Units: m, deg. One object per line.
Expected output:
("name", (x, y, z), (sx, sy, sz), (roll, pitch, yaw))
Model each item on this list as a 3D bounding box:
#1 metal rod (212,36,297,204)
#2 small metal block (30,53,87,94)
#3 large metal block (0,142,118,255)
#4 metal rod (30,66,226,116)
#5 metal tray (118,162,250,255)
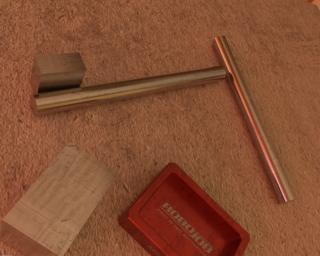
("metal rod", (0.145, -0.027, 0.500), (0.025, 0.025, 0.299), (-2, 63, -30))
("small metal block", (-0.119, -0.060, 0.361), (0.050, 0.050, 0.025), (-14, 69, -34))
("large metal block", (-0.091, 0.071, 0.277), (0.050, 0.080, 0.080), (36, 51, -5))
("metal rod", (-0.020, -0.058, 0.429), (0.303, 0.025, 0.025), (-15, 70, -35))
("metal tray", (0.030, 0.114, 0.348), (0.130, 0.030, 0.090), (44, 51, 2))
